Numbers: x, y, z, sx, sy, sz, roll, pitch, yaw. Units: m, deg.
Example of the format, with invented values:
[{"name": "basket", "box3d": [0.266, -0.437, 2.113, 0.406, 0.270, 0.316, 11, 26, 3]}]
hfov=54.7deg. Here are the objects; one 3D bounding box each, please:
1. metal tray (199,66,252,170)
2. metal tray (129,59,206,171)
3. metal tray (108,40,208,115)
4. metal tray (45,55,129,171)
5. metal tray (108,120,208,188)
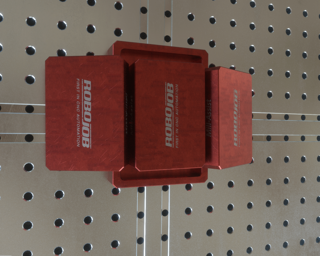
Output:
[{"name": "metal tray", "box3d": [0.092, -0.013, 0.425, 0.091, 0.030, 0.129, -1, 91, -47]}, {"name": "metal tray", "box3d": [0.009, -0.015, 0.382, 0.091, 0.030, 0.129, 0, 90, -21]}, {"name": "metal tray", "box3d": [-0.001, -0.061, 0.410, 0.131, 0.030, 0.089, 0, 90, -21]}, {"name": "metal tray", "box3d": [-0.084, -0.017, 0.360, 0.091, 0.030, 0.129, 0, 90, 5]}, {"name": "metal tray", "box3d": [-0.001, 0.029, 0.411, 0.131, 0.030, 0.089, 0, 90, -21]}]
